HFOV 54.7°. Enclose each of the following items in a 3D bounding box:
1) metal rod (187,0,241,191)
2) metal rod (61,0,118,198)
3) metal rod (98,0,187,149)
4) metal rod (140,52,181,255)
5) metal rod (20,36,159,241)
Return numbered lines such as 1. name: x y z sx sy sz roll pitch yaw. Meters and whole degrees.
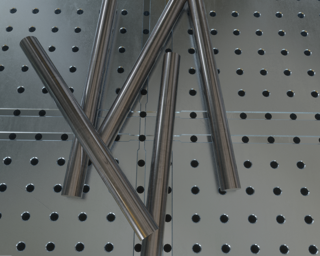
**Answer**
1. metal rod: 0.072 -0.063 0.435 0.025 0.025 0.299 -6 70 -3
2. metal rod: -0.093 -0.055 0.430 0.025 0.025 0.299 6 70 2
3. metal rod: -0.016 -0.106 0.450 0.025 0.025 0.300 23 71 8
4. metal rod: 0.002 0.037 0.398 0.025 0.025 0.299 6 70 2
5. metal rod: -0.095 0.001 0.382 0.025 0.025 0.299 -32 74 -11
